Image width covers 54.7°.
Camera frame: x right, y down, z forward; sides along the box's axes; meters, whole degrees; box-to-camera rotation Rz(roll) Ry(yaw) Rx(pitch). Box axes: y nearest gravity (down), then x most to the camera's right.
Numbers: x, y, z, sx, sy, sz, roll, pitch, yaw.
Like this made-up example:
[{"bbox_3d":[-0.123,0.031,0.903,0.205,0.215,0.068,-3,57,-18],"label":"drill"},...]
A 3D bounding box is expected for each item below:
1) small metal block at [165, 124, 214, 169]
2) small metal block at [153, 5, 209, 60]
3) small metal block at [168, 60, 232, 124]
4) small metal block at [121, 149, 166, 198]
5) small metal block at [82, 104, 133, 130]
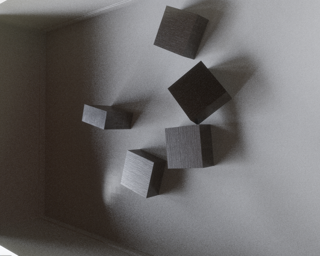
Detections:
[{"bbox_3d":[0.035,0.023,0.376,0.050,0.025,0.050,-7,86,39],"label":"small metal block"},{"bbox_3d":[0.025,-0.118,0.384,0.050,0.025,0.050,32,109,35],"label":"small metal block"},{"bbox_3d":[0.046,-0.040,0.358,0.050,0.025,0.050,-39,64,13],"label":"small metal block"},{"bbox_3d":[-0.023,0.061,0.424,0.050,0.025,0.050,20,103,38],"label":"small metal block"},{"bbox_3d":[-0.076,-0.016,0.451,0.050,0.050,0.025,18,102,38],"label":"small metal block"}]
